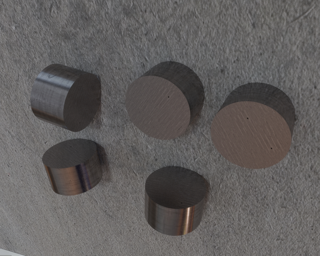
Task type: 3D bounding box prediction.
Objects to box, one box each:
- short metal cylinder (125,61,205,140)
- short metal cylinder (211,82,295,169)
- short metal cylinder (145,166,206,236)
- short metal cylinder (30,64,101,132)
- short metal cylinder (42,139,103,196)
[{"bbox_3d":[0.007,-0.033,0.367,0.080,0.050,0.079,13,124,21],"label":"short metal cylinder"},{"bbox_3d":[0.101,-0.003,0.335,0.080,0.050,0.079,13,124,21],"label":"short metal cylinder"},{"bbox_3d":[0.020,0.097,0.421,0.080,0.080,0.050,16,125,19],"label":"short metal cylinder"},{"bbox_3d":[-0.122,-0.040,0.411,0.050,0.080,0.079,19,126,17],"label":"short metal cylinder"},{"bbox_3d":[-0.133,0.058,0.478,0.080,0.080,0.050,8,122,24],"label":"short metal cylinder"}]
